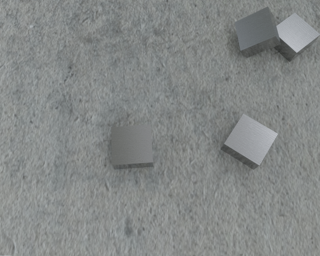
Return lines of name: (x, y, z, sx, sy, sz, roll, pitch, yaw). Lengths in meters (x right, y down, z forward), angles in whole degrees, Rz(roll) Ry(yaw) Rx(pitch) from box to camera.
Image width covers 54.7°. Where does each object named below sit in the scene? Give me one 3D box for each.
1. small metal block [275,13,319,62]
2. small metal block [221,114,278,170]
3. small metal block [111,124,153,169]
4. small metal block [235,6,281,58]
small metal block: (0.197, -0.135, 0.460, 0.050, 0.025, 0.050, -37, 75, -13)
small metal block: (0.115, 0.018, 0.403, 0.050, 0.025, 0.050, 33, 73, 11)
small metal block: (-0.035, 0.025, 0.399, 0.050, 0.025, 0.050, -4, 70, -2)
small metal block: (0.141, -0.137, 0.447, 0.050, 0.025, 0.050, -18, 66, 32)
